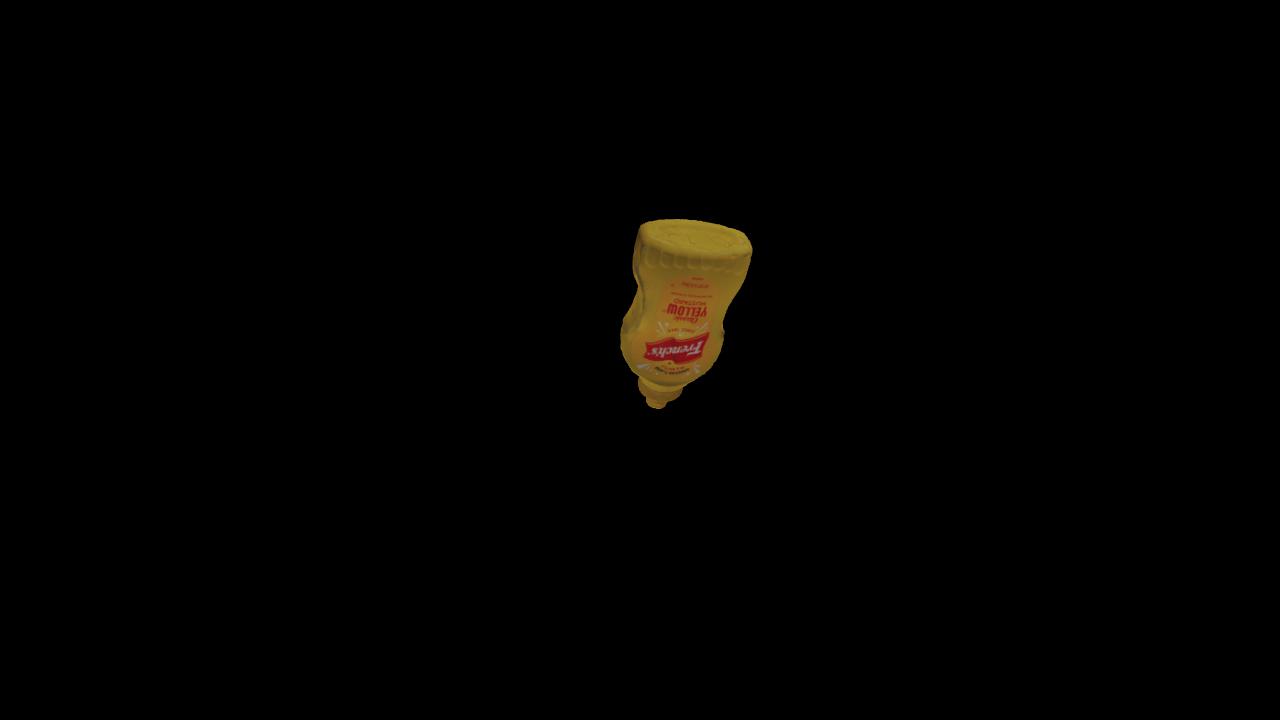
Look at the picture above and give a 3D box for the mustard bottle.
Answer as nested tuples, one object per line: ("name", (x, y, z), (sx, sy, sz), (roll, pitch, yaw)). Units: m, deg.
("mustard bottle", (0.029, -0.027, 0.525), (0.092, 0.184, 0.054), (-1, 42, -15))
